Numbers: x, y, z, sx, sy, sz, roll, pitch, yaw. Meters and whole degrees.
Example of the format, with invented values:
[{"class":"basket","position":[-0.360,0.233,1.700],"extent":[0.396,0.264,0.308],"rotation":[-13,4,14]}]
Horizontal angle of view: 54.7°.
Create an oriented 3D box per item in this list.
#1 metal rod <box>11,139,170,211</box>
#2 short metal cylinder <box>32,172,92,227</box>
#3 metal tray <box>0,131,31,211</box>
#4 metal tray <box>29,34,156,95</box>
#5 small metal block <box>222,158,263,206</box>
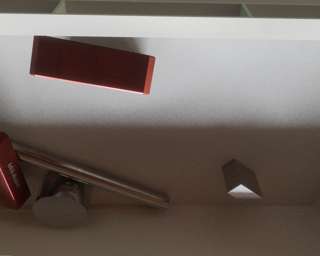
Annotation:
[{"class":"metal rod","position":[-0.120,0.068,0.464],"extent":[0.302,0.025,0.025],"rotation":[24,126,-20]},{"class":"short metal cylinder","position":[-0.151,0.111,0.485],"extent":[0.081,0.050,0.079],"rotation":[0,130,0]},{"class":"metal tray","position":[-0.241,0.054,0.430],"extent":[0.090,0.030,0.129],"rotation":[13,132,13]},{"class":"metal tray","position":[-0.057,-0.057,0.293],"extent":[0.091,0.130,0.030],"rotation":[9,98,-8]},{"class":"small metal block","position":[0.123,0.081,0.464],"extent":[0.050,0.050,0.025],"rotation":[33,122,-25]}]
